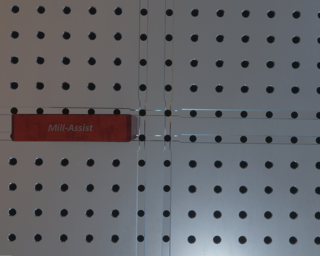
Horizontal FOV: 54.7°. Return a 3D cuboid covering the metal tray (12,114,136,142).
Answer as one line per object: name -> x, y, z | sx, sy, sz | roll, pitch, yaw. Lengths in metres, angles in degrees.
metal tray -> -0.097, -0.001, 0.379 | 0.131, 0.090, 0.030 | 0, 90, -1
